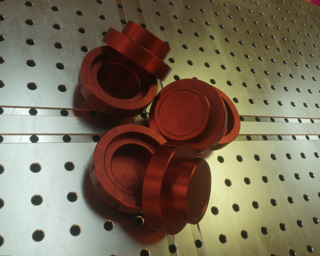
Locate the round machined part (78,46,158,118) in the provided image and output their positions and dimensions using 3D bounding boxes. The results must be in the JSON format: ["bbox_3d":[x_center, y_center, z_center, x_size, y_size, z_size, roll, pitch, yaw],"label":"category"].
[{"bbox_3d":[-0.056,-0.054,0.399,0.099,0.042,0.098,13,56,-21],"label":"round machined part"}]

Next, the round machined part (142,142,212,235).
[{"bbox_3d":[0.024,0.065,0.333,0.099,0.042,0.097,-15,107,-60],"label":"round machined part"}]

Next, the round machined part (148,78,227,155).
[{"bbox_3d":[0.031,-0.015,0.384,0.098,0.098,0.042,63,12,17],"label":"round machined part"}]

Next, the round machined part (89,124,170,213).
[{"bbox_3d":[-0.031,0.048,0.350,0.099,0.042,0.098,13,56,-21],"label":"round machined part"}]

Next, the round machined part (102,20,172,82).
[{"bbox_3d":[-0.024,-0.106,0.413,0.098,0.042,0.098,33,7,-4],"label":"round machined part"}]

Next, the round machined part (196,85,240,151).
[{"bbox_3d":[0.060,-0.012,0.436,0.099,0.042,0.098,13,56,-21],"label":"round machined part"}]
